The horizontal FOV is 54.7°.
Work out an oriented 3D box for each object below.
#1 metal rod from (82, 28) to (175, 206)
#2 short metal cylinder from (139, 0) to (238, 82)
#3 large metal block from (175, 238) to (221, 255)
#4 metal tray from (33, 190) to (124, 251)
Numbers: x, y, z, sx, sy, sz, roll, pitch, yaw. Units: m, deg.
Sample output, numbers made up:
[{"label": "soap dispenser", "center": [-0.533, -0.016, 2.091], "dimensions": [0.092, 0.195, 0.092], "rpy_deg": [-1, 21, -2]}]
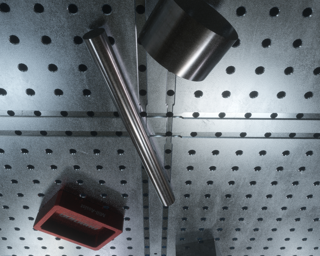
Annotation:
[{"label": "metal rod", "center": [-0.028, 0.010, 0.419], "dimensions": [0.025, 0.025, 0.299], "rpy_deg": [-13, 129, 10]}, {"label": "short metal cylinder", "center": [0.027, -0.091, 0.299], "dimensions": [0.080, 0.080, 0.050], "rpy_deg": [25, 126, -20]}, {"label": "large metal block", "center": [0.083, 0.274, 0.629], "dimensions": [0.080, 0.050, 0.080], "rpy_deg": [-15, 129, 12]}, {"label": "metal tray", "center": [-0.142, 0.167, 0.549], "dimensions": [0.131, 0.030, 0.090], "rpy_deg": [31, 123, -24]}]
